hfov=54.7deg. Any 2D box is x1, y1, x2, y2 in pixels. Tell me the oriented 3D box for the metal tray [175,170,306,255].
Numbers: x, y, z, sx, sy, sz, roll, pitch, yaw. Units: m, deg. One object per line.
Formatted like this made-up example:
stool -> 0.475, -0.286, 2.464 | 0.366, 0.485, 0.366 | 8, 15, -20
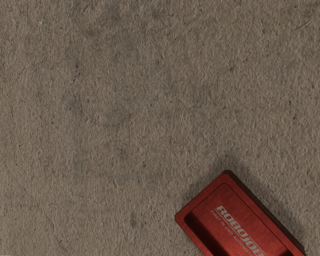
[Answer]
metal tray -> 0.093, 0.127, 0.373 | 0.090, 0.030, 0.130 | -46, 76, 14
